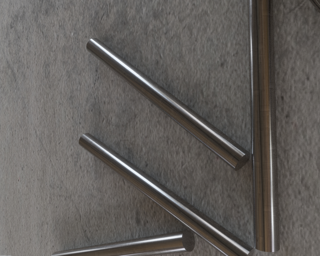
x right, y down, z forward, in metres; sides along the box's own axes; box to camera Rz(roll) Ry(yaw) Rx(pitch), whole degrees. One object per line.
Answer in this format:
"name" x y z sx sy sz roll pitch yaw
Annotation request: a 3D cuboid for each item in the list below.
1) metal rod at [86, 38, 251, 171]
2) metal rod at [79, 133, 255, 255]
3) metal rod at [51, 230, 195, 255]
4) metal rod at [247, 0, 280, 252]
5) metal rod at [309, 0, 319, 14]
"metal rod" -0.008 -0.047 0.409 0.300 0.025 0.025 41 115 32
"metal rod" -0.014 0.079 0.414 0.300 0.025 0.025 29 108 36
"metal rod" -0.075 0.185 0.464 0.299 0.025 0.025 -24 75 37
"metal rod" 0.105 -0.028 0.317 0.025 0.025 0.298 -2 89 39
"metal rod" 0.154 -0.113 0.277 0.025 0.025 0.299 -38 67 33
